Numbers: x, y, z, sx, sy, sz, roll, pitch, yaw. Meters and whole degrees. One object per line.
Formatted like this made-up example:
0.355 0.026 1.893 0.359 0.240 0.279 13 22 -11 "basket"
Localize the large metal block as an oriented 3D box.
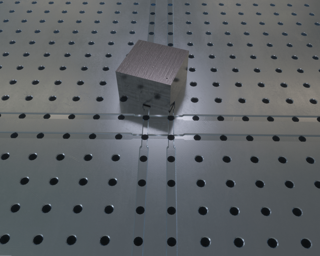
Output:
-0.009 -0.080 0.459 0.080 0.050 0.080 16 52 13 "large metal block"
